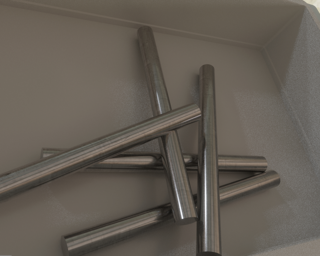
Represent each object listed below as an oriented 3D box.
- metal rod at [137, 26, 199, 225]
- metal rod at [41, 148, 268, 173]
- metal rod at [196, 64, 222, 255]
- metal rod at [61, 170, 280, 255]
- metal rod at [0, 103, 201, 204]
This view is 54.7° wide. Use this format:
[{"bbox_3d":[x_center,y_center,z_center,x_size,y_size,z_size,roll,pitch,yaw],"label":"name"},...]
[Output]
[{"bbox_3d":[0.002,-0.026,0.400,0.025,0.025,0.299,6,53,-25],"label":"metal rod"},{"bbox_3d":[0.013,0.043,0.386,0.303,0.025,0.025,4,60,-26],"label":"metal rod"},{"bbox_3d":[0.062,0.016,0.404,0.025,0.025,0.300,22,46,-15],"label":"metal rod"},{"bbox_3d":[0.038,0.093,0.369,0.303,0.025,0.025,-9,66,-32],"label":"metal rod"},{"bbox_3d":[-0.078,0.028,0.313,0.302,0.025,0.025,-22,74,-31],"label":"metal rod"}]
